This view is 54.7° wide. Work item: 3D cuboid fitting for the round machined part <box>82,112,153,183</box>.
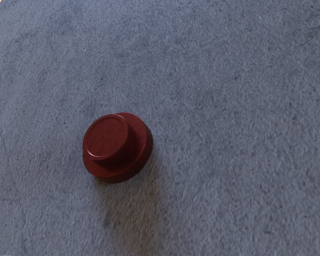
[{"bbox_3d":[-0.062,0.020,0.412,0.098,0.042,0.098,-13,56,20],"label":"round machined part"}]
